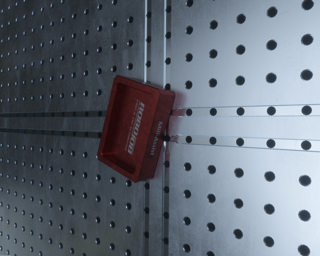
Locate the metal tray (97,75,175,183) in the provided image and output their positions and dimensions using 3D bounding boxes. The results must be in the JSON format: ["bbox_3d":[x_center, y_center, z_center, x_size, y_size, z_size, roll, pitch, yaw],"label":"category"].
[{"bbox_3d":[-0.038,-0.001,0.434,0.090,0.030,0.129,24,105,37],"label":"metal tray"}]
